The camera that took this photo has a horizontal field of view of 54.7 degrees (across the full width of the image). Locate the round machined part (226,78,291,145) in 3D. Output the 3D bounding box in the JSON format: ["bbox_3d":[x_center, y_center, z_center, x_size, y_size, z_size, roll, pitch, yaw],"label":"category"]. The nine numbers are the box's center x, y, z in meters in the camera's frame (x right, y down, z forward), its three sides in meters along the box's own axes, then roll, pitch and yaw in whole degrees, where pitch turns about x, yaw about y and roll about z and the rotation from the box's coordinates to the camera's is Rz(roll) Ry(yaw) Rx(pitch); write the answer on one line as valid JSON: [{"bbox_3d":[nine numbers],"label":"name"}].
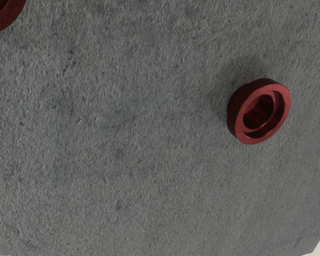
[{"bbox_3d":[0.138,-0.028,0.454,0.099,0.042,0.097,-14,124,-21],"label":"round machined part"}]

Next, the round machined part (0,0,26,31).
[{"bbox_3d":[-0.155,-0.122,0.236,0.099,0.042,0.097,-14,124,-21],"label":"round machined part"}]
